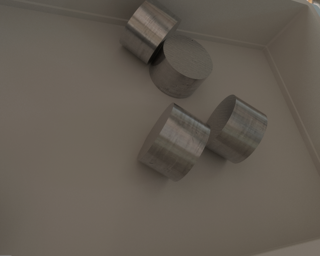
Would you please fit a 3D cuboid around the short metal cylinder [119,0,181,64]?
[{"bbox_3d":[-0.014,-0.139,0.448,0.050,0.080,0.080,38,51,-3],"label":"short metal cylinder"}]

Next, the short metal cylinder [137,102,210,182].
[{"bbox_3d":[0.016,0.017,0.369,0.050,0.080,0.080,32,52,-8],"label":"short metal cylinder"}]

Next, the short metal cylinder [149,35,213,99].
[{"bbox_3d":[0.031,-0.091,0.461,0.081,0.050,0.080,14,56,-21],"label":"short metal cylinder"}]

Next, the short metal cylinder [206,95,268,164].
[{"bbox_3d":[0.099,0.001,0.423,0.050,0.080,0.080,31,52,-9],"label":"short metal cylinder"}]
